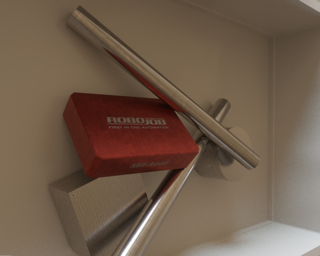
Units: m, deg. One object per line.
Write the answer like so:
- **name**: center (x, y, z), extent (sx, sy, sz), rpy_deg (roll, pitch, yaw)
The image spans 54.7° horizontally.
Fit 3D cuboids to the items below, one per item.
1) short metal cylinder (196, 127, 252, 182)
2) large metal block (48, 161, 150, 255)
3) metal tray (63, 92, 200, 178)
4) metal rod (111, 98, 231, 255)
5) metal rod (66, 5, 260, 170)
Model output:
- **short metal cylinder**: center (0.095, 0.038, 0.469), extent (0.081, 0.050, 0.079), rpy_deg (0, 90, -40)
- **large metal block**: center (-0.061, 0.084, 0.335), extent (0.081, 0.050, 0.080), rpy_deg (-25, 106, -38)
- **metal tray**: center (-0.029, 0.005, 0.342), extent (0.131, 0.030, 0.090), rpy_deg (0, 46, -39)
- **metal rod**: center (0.030, 0.047, 0.384), extent (0.301, 0.025, 0.025), rpy_deg (-50, 121, -44)
- **metal rod**: center (0.019, -0.037, 0.384), extent (0.301, 0.025, 0.025), rpy_deg (37, 67, -21)
